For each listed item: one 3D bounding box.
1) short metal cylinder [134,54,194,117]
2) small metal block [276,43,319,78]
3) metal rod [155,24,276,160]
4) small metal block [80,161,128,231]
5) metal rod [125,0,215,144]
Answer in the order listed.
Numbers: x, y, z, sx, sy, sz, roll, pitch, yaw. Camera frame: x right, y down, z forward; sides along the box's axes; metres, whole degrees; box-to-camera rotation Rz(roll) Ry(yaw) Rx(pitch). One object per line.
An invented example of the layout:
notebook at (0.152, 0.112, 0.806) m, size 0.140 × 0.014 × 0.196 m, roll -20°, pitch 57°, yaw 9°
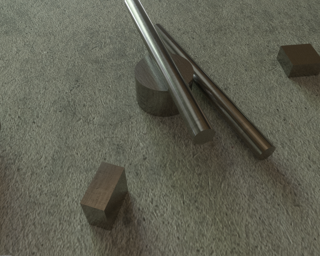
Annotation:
short metal cylinder at (0.006, -0.062, 0.439) m, size 0.081 × 0.050 × 0.080 m, roll 0°, pitch 50°, yaw 0°
small metal block at (0.223, -0.108, 0.496) m, size 0.050 × 0.025 × 0.050 m, roll -5°, pitch 50°, yaw -5°
metal rod at (0.062, -0.071, 0.463) m, size 0.025 × 0.025 × 0.300 m, roll -21°, pitch 53°, yaw -17°
small metal block at (-0.056, 0.072, 0.326) m, size 0.025 × 0.050 × 0.050 m, roll 14°, pitch 52°, yaw 11°
metal rod at (0.000, -0.099, 0.421) m, size 0.025 × 0.025 × 0.300 m, roll -14°, pitch 51°, yaw -12°
